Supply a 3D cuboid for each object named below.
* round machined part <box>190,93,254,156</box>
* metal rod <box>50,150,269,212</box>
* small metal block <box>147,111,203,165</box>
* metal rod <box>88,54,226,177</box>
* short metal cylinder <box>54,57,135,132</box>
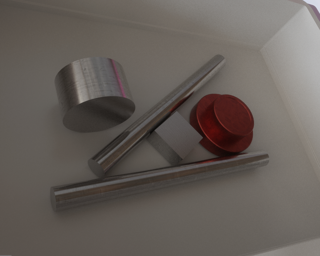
[{"bbox_3d":[0.097,-0.010,0.451,0.099,0.042,0.098,14,56,-21],"label":"round machined part"},{"bbox_3d":[0.024,0.057,0.383,0.303,0.025,0.025,-6,65,-31],"label":"metal rod"},{"bbox_3d":[0.020,0.014,0.407,0.050,0.025,0.050,46,51,3],"label":"small metal block"},{"bbox_3d":[0.016,-0.035,0.435,0.025,0.025,0.302,45,51,3],"label":"metal rod"},{"bbox_3d":[-0.074,-0.035,0.352,0.081,0.080,0.050,-5,65,-31],"label":"short metal cylinder"}]
